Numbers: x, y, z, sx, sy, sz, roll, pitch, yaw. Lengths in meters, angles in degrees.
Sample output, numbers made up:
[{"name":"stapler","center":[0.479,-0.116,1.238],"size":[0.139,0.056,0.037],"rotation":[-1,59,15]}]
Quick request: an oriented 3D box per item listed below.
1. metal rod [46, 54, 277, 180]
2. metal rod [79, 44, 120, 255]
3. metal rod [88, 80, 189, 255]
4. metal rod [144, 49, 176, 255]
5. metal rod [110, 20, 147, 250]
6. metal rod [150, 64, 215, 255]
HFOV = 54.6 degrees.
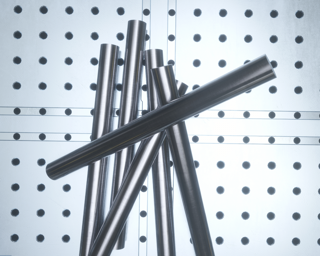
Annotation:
[{"name":"metal rod","center":[-0.020,0.000,0.351],"size":[0.300,0.025,0.025],"rotation":[-25,90,25]},{"name":"metal rod","center":[-0.082,0.040,0.412],"size":[0.025,0.025,0.298],"rotation":[6,90,0]},{"name":"metal rod","center":[-0.039,0.079,0.387],"size":[0.025,0.025,0.299],"rotation":[25,90,0]},{"name":"metal rod","center":[0.001,0.047,0.413],"size":[0.025,0.025,0.298],"rotation":[-4,90,0]},{"name":"metal rod","center":[-0.045,0.009,0.413],"size":[0.025,0.025,0.298],"rotation":[6,90,0]},{"name":"metal rod","center":[0.036,0.072,0.383],"size":[0.025,0.025,0.298],"rotation":[-14,102,0]}]
